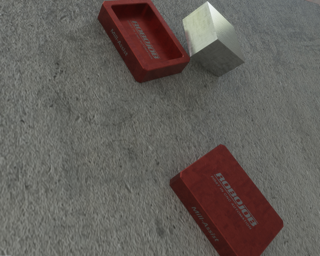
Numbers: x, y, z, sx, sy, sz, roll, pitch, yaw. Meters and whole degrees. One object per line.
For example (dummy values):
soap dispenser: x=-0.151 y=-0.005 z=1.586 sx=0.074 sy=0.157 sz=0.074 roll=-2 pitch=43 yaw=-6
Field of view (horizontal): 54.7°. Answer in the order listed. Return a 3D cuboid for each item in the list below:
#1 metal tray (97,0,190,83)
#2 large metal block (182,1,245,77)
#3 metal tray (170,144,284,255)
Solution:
metal tray: x=-0.024 y=-0.136 z=0.470 sx=0.091 sy=0.030 sz=0.130 roll=-21 pitch=73 yaw=-36
large metal block: x=0.087 y=-0.142 z=0.504 sx=0.080 sy=0.050 sz=0.080 roll=22 pitch=50 yaw=-43
metal tray: x=0.084 y=0.094 z=0.388 sx=0.091 sy=0.030 sz=0.130 roll=-29 pitch=78 yaw=-37
